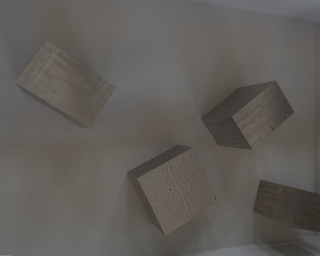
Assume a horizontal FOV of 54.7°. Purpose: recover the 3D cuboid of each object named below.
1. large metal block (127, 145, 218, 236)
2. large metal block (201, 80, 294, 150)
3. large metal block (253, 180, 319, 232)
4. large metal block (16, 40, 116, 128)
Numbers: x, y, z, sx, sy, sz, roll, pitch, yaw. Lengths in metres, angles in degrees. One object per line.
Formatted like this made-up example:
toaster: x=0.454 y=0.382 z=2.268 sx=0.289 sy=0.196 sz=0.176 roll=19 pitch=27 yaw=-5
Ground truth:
large metal block: x=0.016 y=0.077 z=0.403 sx=0.081 sy=0.050 sz=0.080 roll=-27 pitch=99 yaw=-18
large metal block: x=0.117 y=-0.017 z=0.424 sx=0.080 sy=0.080 sz=0.050 roll=-38 pitch=102 yaw=-16
large metal block: x=0.200 y=0.115 z=0.455 sx=0.081 sy=0.080 sz=0.050 roll=15 pitch=85 yaw=-20
large metal block: x=-0.104 y=-0.042 z=0.343 sx=0.080 sy=0.080 sz=0.050 roll=34 pitch=79 yaw=-17
